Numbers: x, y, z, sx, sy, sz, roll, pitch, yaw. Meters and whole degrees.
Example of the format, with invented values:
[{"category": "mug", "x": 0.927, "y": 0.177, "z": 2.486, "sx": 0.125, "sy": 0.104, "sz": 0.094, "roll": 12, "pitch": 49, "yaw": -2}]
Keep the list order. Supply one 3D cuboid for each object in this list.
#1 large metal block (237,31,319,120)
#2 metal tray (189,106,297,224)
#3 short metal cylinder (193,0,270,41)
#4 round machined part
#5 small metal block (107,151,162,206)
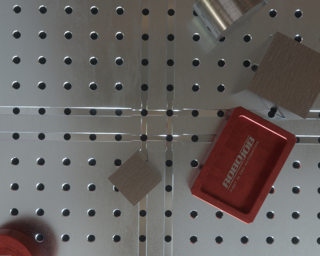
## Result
[{"category": "large metal block", "x": 0.160, "y": -0.064, "z": 0.402, "sx": 0.080, "sy": 0.050, "sz": 0.080, "roll": 28, "pitch": 90, "yaw": 0}, {"category": "metal tray", "x": 0.108, "y": 0.048, "z": 0.411, "sx": 0.090, "sy": 0.030, "sz": 0.130, "roll": 28, "pitch": 90, "yaw": 0}, {"category": "short metal cylinder", "x": 0.089, "y": -0.155, "z": 0.386, "sx": 0.080, "sy": 0.080, "sz": 0.050, "roll": -35, "pitch": 90, "yaw": 0}, {"category": "round machined part", "x": -0.201, "y": 0.180, "z": 0.403, "sx": 0.099, "sy": 0.042, "sz": 0.097, "roll": 0, "pitch": 90, "yaw": 0}, {"category": "small metal block", "x": -0.032, "y": 0.066, "z": 0.413, "sx": 0.050, "sy": 0.025, "sz": 0.050, "roll": -43, "pitch": 90, "yaw": 0}]
